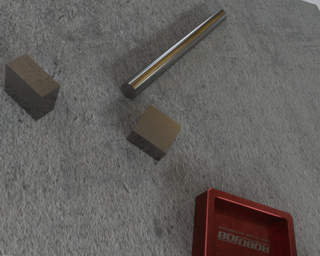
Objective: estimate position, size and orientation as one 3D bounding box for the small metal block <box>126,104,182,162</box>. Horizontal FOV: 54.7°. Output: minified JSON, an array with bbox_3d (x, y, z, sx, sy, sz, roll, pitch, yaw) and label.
[{"bbox_3d":[-0.007,0.006,0.398,0.050,0.025,0.050,36,51,-5],"label":"small metal block"}]

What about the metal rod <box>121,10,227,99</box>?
[{"bbox_3d":[0.038,-0.134,0.507,0.025,0.025,0.301,43,51,1],"label":"metal rod"}]

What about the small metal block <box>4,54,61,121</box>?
[{"bbox_3d":[-0.141,-0.043,0.339,0.050,0.050,0.025,43,51,1],"label":"small metal block"}]

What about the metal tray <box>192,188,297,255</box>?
[{"bbox_3d":[0.105,0.135,0.376,0.131,0.030,0.090,20,54,-17],"label":"metal tray"}]
